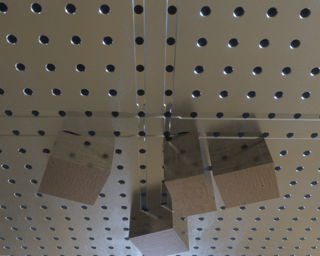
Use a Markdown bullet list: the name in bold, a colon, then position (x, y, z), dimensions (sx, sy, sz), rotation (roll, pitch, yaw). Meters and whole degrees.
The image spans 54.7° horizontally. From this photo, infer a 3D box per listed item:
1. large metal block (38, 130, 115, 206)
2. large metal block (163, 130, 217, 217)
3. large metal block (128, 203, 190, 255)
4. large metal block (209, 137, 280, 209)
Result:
- **large metal block**: position (-0.119, 0.059, 0.444), dimensions (0.081, 0.050, 0.079), rotation (19, 128, -16)
- **large metal block**: position (0.041, 0.064, 0.431), dimensions (0.050, 0.080, 0.080), rotation (-14, 129, 11)
- **large metal block**: position (0.000, 0.186, 0.554), dimensions (0.080, 0.050, 0.080), rotation (-18, 128, 14)
- **large metal block**: position (0.124, 0.067, 0.455), dimensions (0.080, 0.050, 0.080), rotation (-16, 129, 12)
